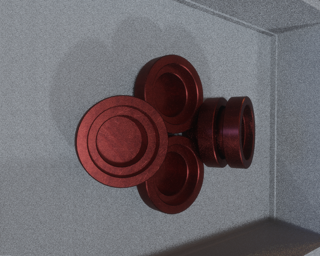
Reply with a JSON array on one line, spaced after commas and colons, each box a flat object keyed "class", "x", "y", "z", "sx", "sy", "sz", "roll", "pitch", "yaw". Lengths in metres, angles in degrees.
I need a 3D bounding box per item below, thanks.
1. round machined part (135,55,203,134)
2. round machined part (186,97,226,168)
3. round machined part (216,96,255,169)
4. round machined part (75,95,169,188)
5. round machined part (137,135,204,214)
[{"class": "round machined part", "x": 0.007, "y": -0.042, "z": 0.398, "sx": 0.099, "sy": 0.042, "sz": 0.097, "roll": 0, "pitch": 90, "yaw": -40}, {"class": "round machined part", "x": 0.070, "y": 0.006, "z": 0.438, "sx": 0.098, "sy": 0.042, "sz": 0.097, "roll": 2, "pitch": 87, "yaw": -62}, {"class": "round machined part", "x": 0.100, "y": 0.006, "z": 0.426, "sx": 0.098, "sy": 0.042, "sz": 0.097, "roll": 0, "pitch": 90, "yaw": -62}, {"class": "round machined part", "x": -0.044, "y": 0.014, "z": 0.343, "sx": 0.099, "sy": 0.042, "sz": 0.097, "roll": 0, "pitch": 90, "yaw": -19}, {"class": "round machined part", "x": 0.008, "y": 0.057, "z": 0.400, "sx": 0.099, "sy": 0.042, "sz": 0.097, "roll": 0, "pitch": 90, "yaw": -40}]
